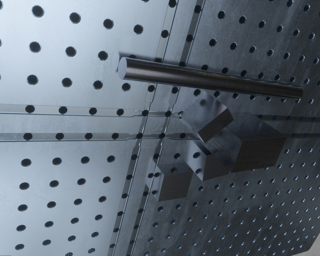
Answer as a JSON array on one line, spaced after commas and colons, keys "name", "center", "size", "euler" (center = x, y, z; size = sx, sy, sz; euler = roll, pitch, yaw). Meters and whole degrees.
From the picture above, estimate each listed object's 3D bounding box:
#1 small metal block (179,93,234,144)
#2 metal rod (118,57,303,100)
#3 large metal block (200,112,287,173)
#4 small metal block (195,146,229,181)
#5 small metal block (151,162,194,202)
[{"name": "small metal block", "center": [0.063, -0.015, 0.422], "size": [0.050, 0.050, 0.025], "euler": [-39, 130, -2]}, {"name": "metal rod", "center": [0.089, -0.062, 0.423], "size": [0.303, 0.025, 0.025], "euler": [2, 117, -30]}, {"name": "large metal block", "center": [0.120, 0.017, 0.454], "size": [0.081, 0.080, 0.050], "euler": [-4, 120, -27]}, {"name": "small metal block", "center": [0.085, 0.052, 0.493], "size": [0.050, 0.025, 0.050], "euler": [-10, 123, -23]}, {"name": "small metal block", "center": [0.018, 0.082, 0.474], "size": [0.050, 0.025, 0.050], "euler": [-3, 120, -28]}]
